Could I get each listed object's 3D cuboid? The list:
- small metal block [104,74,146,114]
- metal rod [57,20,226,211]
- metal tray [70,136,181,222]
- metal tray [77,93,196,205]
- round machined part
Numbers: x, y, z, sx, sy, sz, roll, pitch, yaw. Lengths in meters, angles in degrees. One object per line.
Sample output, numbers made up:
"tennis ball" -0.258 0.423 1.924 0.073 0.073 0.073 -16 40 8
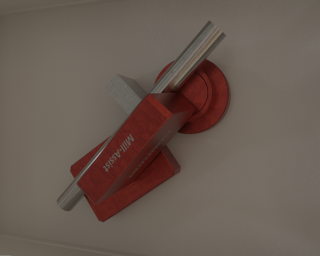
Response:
"small metal block" -0.037 -0.042 0.408 0.025 0.050 0.050 -46 76 14
"metal rod" -0.034 -0.002 0.378 0.025 0.025 0.299 47 108 14
"metal tray" -0.049 0.056 0.423 0.130 0.030 0.090 -36 79 16
"metal tray" -0.023 0.019 0.341 0.030 0.090 0.129 44 110 11
"round machined part" 0.036 -0.041 0.386 0.098 0.042 0.097 0 90 19
